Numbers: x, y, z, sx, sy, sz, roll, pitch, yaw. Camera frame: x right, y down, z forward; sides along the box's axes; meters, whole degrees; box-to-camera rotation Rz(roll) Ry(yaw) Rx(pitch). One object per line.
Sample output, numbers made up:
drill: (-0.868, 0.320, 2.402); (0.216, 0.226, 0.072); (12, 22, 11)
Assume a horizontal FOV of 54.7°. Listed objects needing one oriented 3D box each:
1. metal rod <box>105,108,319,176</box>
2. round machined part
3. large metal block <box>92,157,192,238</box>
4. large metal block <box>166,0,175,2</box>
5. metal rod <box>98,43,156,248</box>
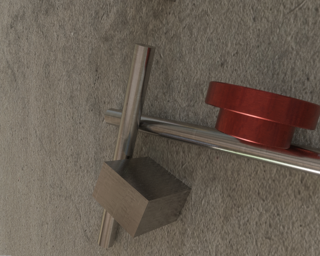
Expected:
metal rod: (0.042, 0.008, 0.369); (0.300, 0.025, 0.025); (13, 98, 39)
round machined part: (0.089, -0.011, 0.282); (0.098, 0.099, 0.042); (20, 100, 38)
large metal block: (-0.022, 0.080, 0.386); (0.080, 0.081, 0.050); (34, 111, 34)
large metal block: (-0.027, -0.203, 0.389); (0.080, 0.081, 0.050); (31, 109, 35)
metal rod: (-0.050, 0.038, 0.417); (0.025, 0.025, 0.298); (29, 116, 36)
